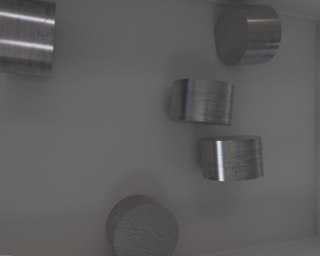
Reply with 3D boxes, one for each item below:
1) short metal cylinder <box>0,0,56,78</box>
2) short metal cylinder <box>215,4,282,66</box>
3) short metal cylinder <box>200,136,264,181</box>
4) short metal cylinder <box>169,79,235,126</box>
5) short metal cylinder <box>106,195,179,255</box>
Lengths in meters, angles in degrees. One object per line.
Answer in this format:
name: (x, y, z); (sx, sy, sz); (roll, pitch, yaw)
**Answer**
short metal cylinder: (-0.140, -0.096, 0.329); (0.050, 0.080, 0.080); (4, 89, -20)
short metal cylinder: (0.118, -0.127, 0.424); (0.050, 0.080, 0.080); (-9, 93, -20)
short metal cylinder: (0.096, 0.038, 0.417); (0.081, 0.080, 0.050); (-5, 92, -20)
short metal cylinder: (0.054, -0.031, 0.401); (0.081, 0.080, 0.050); (6, 88, -20)
short metal cylinder: (-0.023, 0.129, 0.389); (0.081, 0.050, 0.080); (0, 90, -20)
